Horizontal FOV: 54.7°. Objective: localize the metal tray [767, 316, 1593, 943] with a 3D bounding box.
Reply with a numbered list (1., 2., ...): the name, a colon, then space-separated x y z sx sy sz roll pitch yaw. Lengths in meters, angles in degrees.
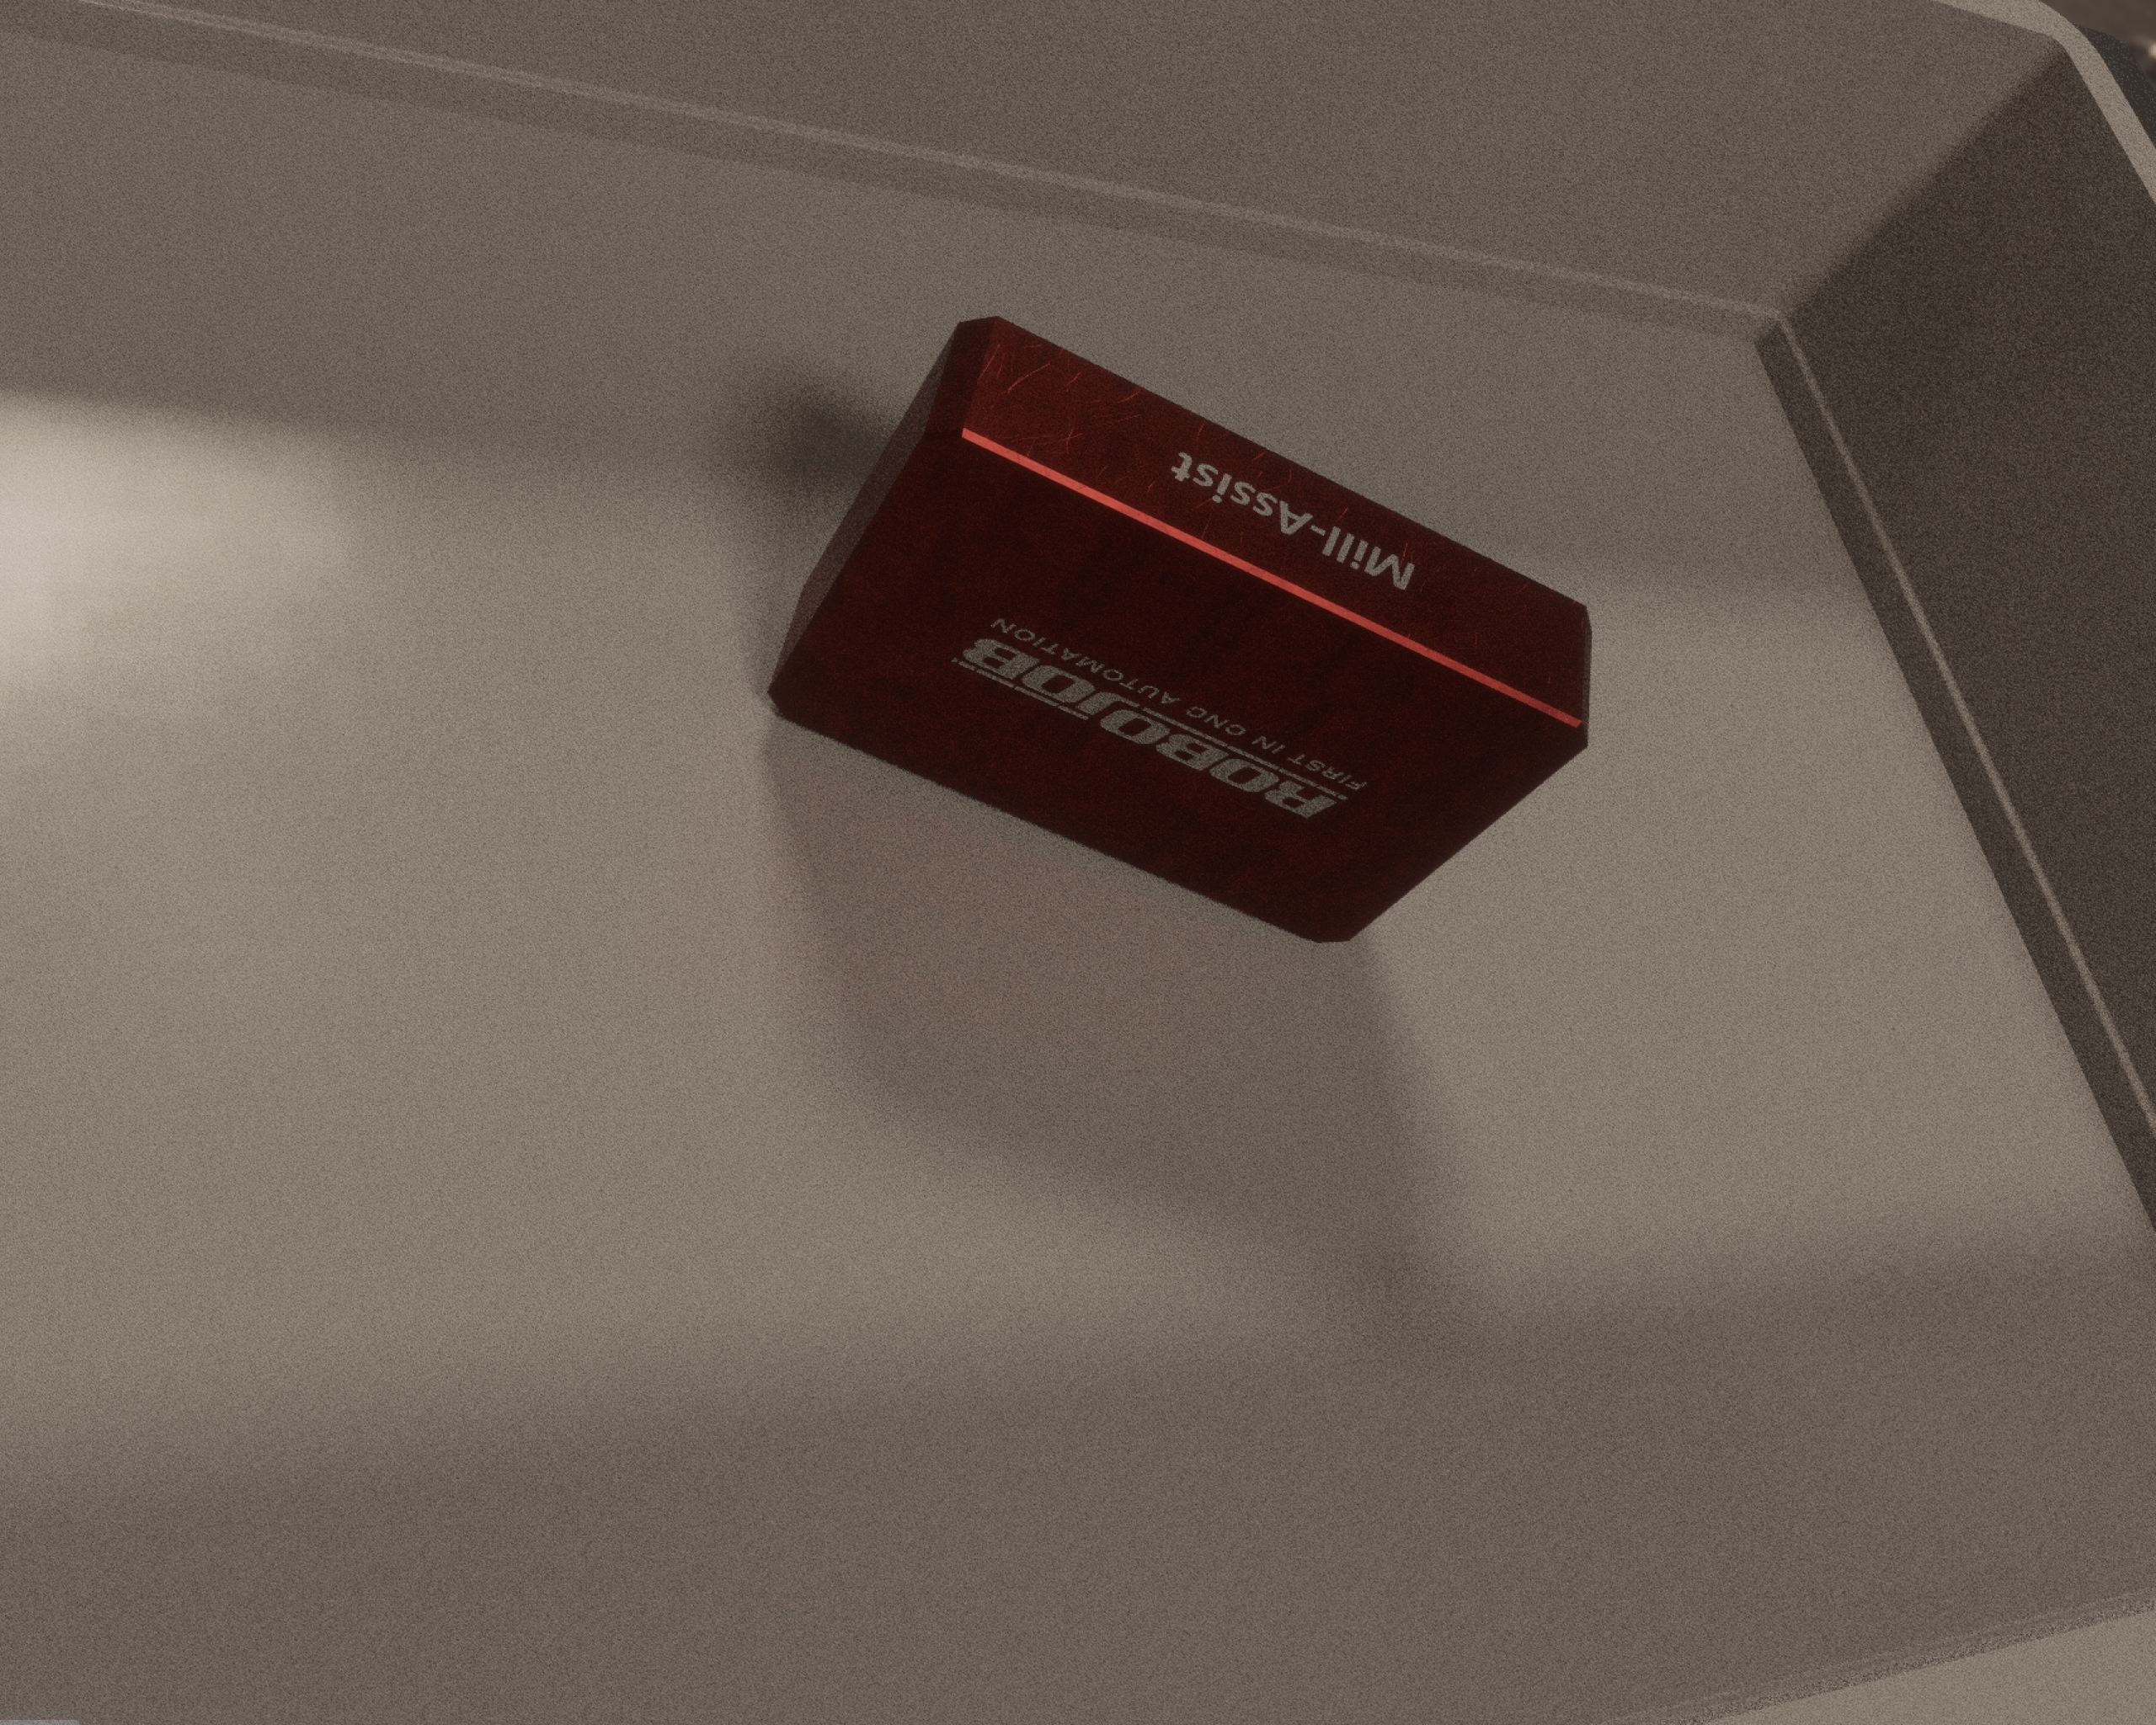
1. metal tray: 0.018 -0.038 0.394 0.131 0.090 0.030 23 53 -16
